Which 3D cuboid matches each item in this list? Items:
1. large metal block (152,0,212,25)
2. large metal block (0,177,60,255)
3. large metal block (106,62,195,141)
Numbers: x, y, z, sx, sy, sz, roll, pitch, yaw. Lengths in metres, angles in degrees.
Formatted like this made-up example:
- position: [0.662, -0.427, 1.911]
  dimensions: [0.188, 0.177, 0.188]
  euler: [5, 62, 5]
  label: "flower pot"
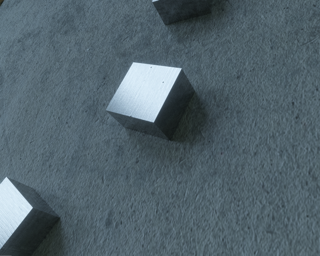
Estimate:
- position: [0.039, -0.224, 0.505]
  dimensions: [0.080, 0.050, 0.080]
  euler: [-7, 59, 25]
  label: "large metal block"
- position: [-0.196, 0.126, 0.414]
  dimensions: [0.080, 0.050, 0.080]
  euler: [28, 77, 37]
  label: "large metal block"
- position: [-0.012, -0.037, 0.417]
  dimensions: [0.080, 0.050, 0.080]
  euler: [15, 69, 34]
  label: "large metal block"
